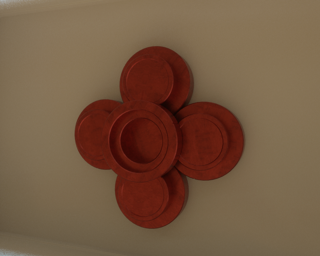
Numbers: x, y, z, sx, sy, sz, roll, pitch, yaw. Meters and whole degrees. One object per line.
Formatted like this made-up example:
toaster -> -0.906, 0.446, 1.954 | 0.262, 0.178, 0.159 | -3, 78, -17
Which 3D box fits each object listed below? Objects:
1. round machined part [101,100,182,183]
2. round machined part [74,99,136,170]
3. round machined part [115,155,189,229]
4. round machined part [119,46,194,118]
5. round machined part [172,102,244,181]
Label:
round machined part -> -0.019, 0.015, 0.384 | 0.098, 0.042, 0.097 | 0, 90, 20
round machined part -> -0.077, 0.009, 0.426 | 0.098, 0.042, 0.097 | 0, 90, 20
round machined part -> -0.015, 0.083, 0.405 | 0.098, 0.042, 0.097 | -1, 88, 18
round machined part -> -0.009, -0.058, 0.401 | 0.098, 0.042, 0.097 | 0, 90, 20
round machined part -> 0.052, 0.016, 0.381 | 0.098, 0.042, 0.097 | 0, 90, 20
